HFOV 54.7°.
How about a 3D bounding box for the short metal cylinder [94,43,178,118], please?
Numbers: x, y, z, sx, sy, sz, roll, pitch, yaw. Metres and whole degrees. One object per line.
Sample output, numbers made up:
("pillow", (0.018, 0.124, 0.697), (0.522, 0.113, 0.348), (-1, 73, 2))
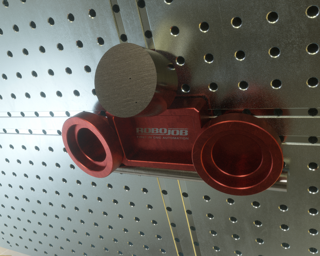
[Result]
("short metal cylinder", (-0.027, -0.052, 0.353), (0.080, 0.050, 0.079), (1, 93, 28))

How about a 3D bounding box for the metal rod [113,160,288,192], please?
("metal rod", (0.017, 0.059, 0.434), (0.301, 0.025, 0.025), (2, 119, 27))

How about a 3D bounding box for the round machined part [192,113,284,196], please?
("round machined part", (0.089, 0.026, 0.358), (0.098, 0.042, 0.097), (8, 119, 15))

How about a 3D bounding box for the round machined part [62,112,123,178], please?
("round machined part", (-0.092, 0.020, 0.450), (0.098, 0.042, 0.097), (18, 126, 28))

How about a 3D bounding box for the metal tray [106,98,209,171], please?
("metal tray", (0.001, 0.009, 0.407), (0.130, 0.030, 0.089), (1, 120, 27))
